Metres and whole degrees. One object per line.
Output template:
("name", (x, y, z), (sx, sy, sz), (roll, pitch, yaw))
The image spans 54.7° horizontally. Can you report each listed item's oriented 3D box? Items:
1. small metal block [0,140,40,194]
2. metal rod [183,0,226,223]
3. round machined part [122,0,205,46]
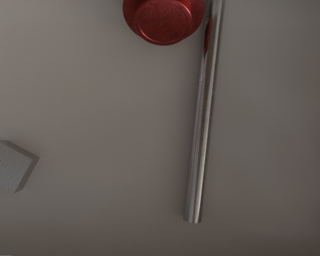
("small metal block", (-0.198, 0.050, 0.409), (0.050, 0.025, 0.050), (29, 90, -1))
("metal rod", (0.059, -0.026, 0.412), (0.025, 0.025, 0.298), (6, 90, -1))
("round machined part", (0.004, -0.138, 0.372), (0.099, 0.098, 0.042), (2, 57, -1))
